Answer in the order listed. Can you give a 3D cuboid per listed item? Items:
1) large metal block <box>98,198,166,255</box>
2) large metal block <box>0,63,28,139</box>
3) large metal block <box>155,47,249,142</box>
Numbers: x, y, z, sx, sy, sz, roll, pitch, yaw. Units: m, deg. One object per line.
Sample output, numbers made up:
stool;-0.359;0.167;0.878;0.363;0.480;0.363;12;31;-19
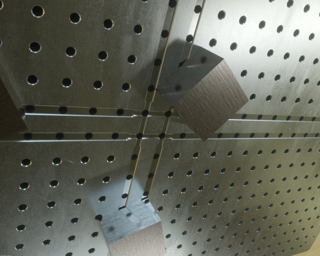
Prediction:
large metal block;-0.041;0.167;0.478;0.081;0.050;0.079;-19;126;-18
large metal block;-0.179;-0.027;0.281;0.081;0.050;0.080;-23;127;-15
large metal block;0.055;-0.043;0.401;0.080;0.050;0.080;-43;130;1
